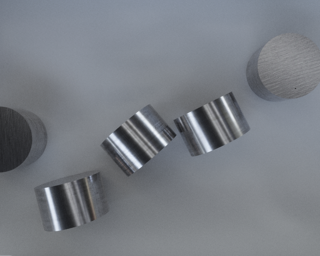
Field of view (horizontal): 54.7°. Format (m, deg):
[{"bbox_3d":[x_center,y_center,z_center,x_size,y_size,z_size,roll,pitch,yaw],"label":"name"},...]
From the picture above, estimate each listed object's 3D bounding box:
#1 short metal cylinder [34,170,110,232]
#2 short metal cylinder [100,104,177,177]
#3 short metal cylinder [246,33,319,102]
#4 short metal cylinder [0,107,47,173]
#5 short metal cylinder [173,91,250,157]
[{"bbox_3d":[-0.108,0.087,0.383,0.080,0.080,0.050,-13,90,0],"label":"short metal cylinder"},{"bbox_3d":[-0.026,0.015,0.384,0.080,0.080,0.050,-40,90,0],"label":"short metal cylinder"},{"bbox_3d":[0.158,-0.075,0.400,0.081,0.050,0.080,0,90,0],"label":"short metal cylinder"},{"bbox_3d":[-0.194,0.014,0.397,0.081,0.050,0.080,0,90,0],"label":"short metal cylinder"},{"bbox_3d":[0.064,-0.005,0.384,0.080,0.080,0.050,-26,90,0],"label":"short metal cylinder"}]
